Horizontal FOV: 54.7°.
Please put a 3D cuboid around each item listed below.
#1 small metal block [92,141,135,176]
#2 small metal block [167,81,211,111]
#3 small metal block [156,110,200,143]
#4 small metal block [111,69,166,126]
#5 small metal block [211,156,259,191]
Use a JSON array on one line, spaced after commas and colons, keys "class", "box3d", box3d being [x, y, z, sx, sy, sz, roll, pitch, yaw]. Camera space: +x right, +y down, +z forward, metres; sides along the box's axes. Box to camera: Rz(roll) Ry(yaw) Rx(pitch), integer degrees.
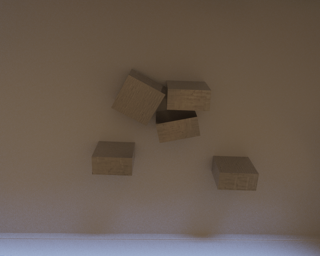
[{"class": "small metal block", "box3d": [-0.060, 0.039, 0.412, 0.050, 0.050, 0.025, 2, 110, -1]}, {"class": "small metal block", "box3d": [0.033, -0.041, 0.383, 0.050, 0.050, 0.025, 2, 110, -2]}, {"class": "small metal block", "box3d": [0.022, -0.006, 0.396, 0.050, 0.050, 0.025, -10, 110, 3]}, {"class": "small metal block", "box3d": [-0.026, -0.039, 0.393, 0.050, 0.025, 0.050, 28, 116, -10]}, {"class": "small metal block", "box3d": [0.101, 0.061, 0.422, 0.050, 0.050, 0.025, 2, 110, -1]}]
